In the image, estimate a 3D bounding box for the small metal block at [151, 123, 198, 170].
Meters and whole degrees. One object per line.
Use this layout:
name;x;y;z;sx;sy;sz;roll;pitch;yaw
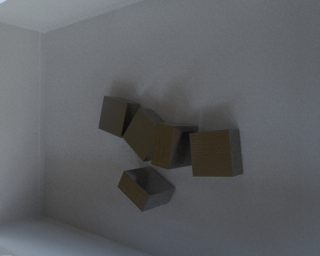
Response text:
small metal block;0.018;0.020;0.372;0.025;0.050;0.050;12;98;38

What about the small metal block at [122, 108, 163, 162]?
small metal block;-0.017;0.009;0.415;0.050;0.025;0.050;46;117;30

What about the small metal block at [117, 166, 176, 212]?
small metal block;-0.017;0.077;0.400;0.050;0.050;0.025;37;114;33

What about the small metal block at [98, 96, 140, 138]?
small metal block;-0.060;-0.017;0.451;0.050;0.025;0.050;20;102;38

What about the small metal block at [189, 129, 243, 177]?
small metal block;0.063;0.029;0.350;0.050;0.025;0.050;-7;86;39
